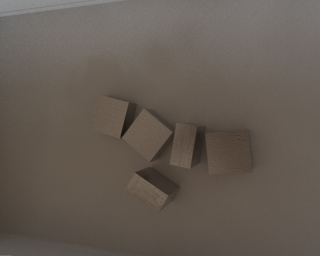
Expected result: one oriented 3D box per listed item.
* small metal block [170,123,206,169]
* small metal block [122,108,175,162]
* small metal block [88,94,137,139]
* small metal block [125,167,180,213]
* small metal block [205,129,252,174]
[{"bbox_3d":[0.035,0.020,0.382,0.025,0.050,0.050,10,93,19],"label":"small metal block"},{"bbox_3d":[-0.013,0.009,0.411,0.050,0.025,0.050,40,102,15],"label":"small metal block"},{"bbox_3d":[-0.066,-0.016,0.430,0.050,0.025,0.050,16,95,19],"label":"small metal block"},{"bbox_3d":[-0.008,0.077,0.397,0.050,0.050,0.025,32,101,16],"label":"small metal block"},{"bbox_3d":[0.085,0.029,0.378,0.050,0.025,0.050,-6,88,19],"label":"small metal block"}]
